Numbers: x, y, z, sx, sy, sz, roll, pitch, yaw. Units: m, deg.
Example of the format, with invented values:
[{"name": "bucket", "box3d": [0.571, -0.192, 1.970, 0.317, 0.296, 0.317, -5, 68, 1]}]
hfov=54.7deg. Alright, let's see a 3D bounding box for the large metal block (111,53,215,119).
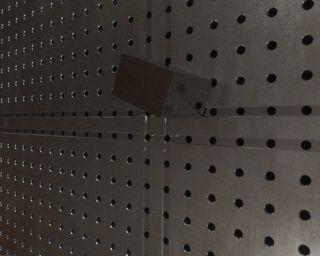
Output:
[{"name": "large metal block", "box3d": [0.004, -0.048, 0.369, 0.080, 0.081, 0.050, 28, 107, 36]}]
